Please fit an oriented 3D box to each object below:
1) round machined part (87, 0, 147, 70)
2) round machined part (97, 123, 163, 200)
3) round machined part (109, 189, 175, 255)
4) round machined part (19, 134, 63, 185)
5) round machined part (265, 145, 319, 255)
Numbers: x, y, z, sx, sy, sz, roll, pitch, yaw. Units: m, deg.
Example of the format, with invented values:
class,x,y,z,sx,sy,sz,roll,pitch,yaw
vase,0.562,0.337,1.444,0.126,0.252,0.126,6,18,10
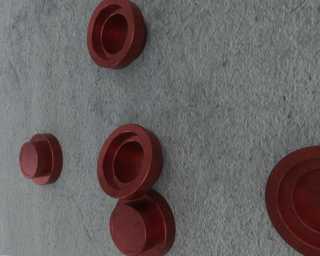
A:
class,x,y,z,sx,sy,sz,roll,pitch,yaw
round machined part,-0.057,-0.132,0.441,0.098,0.042,0.097,0,90,40
round machined part,-0.035,0.046,0.411,0.098,0.042,0.098,-16,63,35
round machined part,-0.030,0.133,0.419,0.098,0.042,0.097,0,90,40
round machined part,-0.229,0.059,0.584,0.098,0.042,0.097,0,90,40
round machined part,0.148,0.063,0.272,0.098,0.042,0.097,0,90,40
